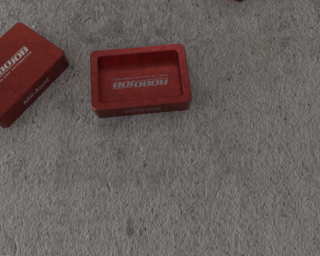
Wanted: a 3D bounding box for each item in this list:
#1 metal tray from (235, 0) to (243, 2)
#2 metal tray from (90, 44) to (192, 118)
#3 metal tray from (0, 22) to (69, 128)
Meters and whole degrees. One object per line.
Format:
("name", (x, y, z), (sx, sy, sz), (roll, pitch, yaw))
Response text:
("metal tray", (0.096, -0.271, 0.505), (0.130, 0.030, 0.090), (29, 72, 10))
("metal tray", (-0.027, -0.066, 0.429), (0.131, 0.030, 0.090), (-6, 70, -2))
("metal tray", (-0.205, -0.076, 0.432), (0.090, 0.030, 0.130), (35, 73, 12))
